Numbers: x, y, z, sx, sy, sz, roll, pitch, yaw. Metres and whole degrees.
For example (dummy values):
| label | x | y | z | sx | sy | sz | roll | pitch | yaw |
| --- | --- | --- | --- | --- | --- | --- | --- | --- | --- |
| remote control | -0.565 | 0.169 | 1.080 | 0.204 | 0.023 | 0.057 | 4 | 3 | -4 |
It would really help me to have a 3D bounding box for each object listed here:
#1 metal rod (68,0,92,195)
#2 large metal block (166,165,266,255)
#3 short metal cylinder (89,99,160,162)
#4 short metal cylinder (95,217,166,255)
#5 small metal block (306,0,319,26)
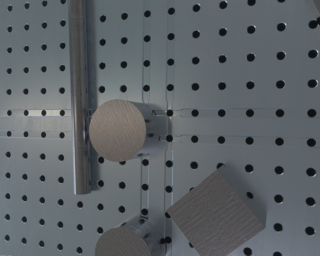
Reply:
| label | x | y | z | sx | sy | sz | roll | pitch | yaw |
| --- | --- | --- | --- | --- | --- | --- | --- | --- | --- |
| metal rod | -0.118 | -0.054 | 0.453 | 0.025 | 0.025 | 0.298 | -2 | 89 | 20 |
| large metal block | 0.069 | 0.103 | 0.375 | 0.080 | 0.050 | 0.080 | -42 | 77 | 15 |
| short metal cylinder | -0.046 | 0.003 | 0.416 | 0.080 | 0.050 | 0.079 | 0 | 90 | 20 |
| short metal cylinder | -0.039 | 0.165 | 0.413 | 0.080 | 0.050 | 0.079 | 0 | 90 | 20 |
| small metal block | 0.198 | -0.141 | 0.343 | 0.050 | 0.025 | 0.050 | -25 | 82 | 18 |
